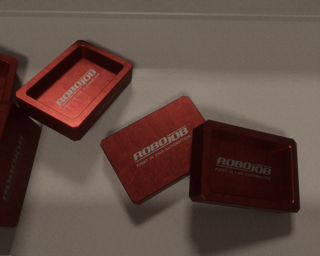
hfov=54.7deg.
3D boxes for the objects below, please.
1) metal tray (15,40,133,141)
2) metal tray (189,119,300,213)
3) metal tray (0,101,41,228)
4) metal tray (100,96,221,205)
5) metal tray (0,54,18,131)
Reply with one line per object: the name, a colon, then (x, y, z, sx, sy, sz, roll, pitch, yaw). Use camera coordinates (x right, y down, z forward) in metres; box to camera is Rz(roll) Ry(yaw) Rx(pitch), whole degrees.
metal tray: (-0.106, -0.054, 0.405, 0.090, 0.030, 0.130, 28, 55, 9)
metal tray: (0.102, 0.048, 0.366, 0.131, 0.030, 0.090, 12, 70, -18)
metal tray: (-0.182, 0.044, 0.356, 0.030, 0.090, 0.130, 6, 70, 2)
metal tray: (0.003, 0.027, 0.397, 0.131, 0.030, 0.090, -29, 73, -11)
metal tray: (-0.243, -0.040, 0.396, 0.091, 0.030, 0.130, 12, 67, -29)
